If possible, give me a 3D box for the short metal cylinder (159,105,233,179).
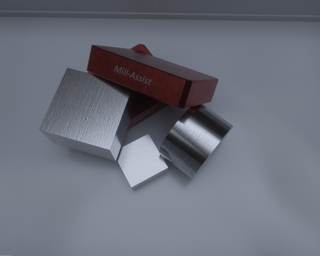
[{"bbox_3d":[0.044,0.015,0.375,0.050,0.080,0.080,38,74,12],"label":"short metal cylinder"}]

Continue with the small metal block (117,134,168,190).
[{"bbox_3d":[-0.024,0.043,0.392,0.050,0.025,0.050,-27,73,-10],"label":"small metal block"}]

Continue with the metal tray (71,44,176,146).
[{"bbox_3d":[-0.054,-0.047,0.421,0.131,0.030,0.090,-32,74,-12],"label":"metal tray"}]

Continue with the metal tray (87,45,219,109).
[{"bbox_3d":[-0.008,-0.063,0.365,0.130,0.091,0.030,24,110,23],"label":"metal tray"}]

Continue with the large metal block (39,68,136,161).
[{"bbox_3d":[-0.080,-0.015,0.365,0.080,0.050,0.080,16,71,5],"label":"large metal block"}]
